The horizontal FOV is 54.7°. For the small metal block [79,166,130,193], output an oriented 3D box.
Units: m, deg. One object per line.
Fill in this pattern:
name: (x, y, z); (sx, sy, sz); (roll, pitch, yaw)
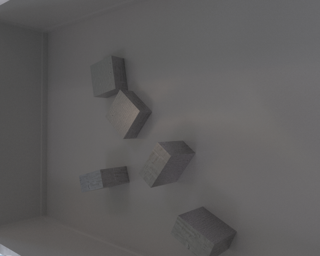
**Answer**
small metal block: (-0.082, 0.076, 0.459); (0.050, 0.050, 0.025); (-20, 77, 38)

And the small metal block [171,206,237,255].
small metal block: (0.050, 0.118, 0.350); (0.050, 0.050, 0.025); (31, 110, 35)

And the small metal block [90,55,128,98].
small metal block: (-0.078, -0.076, 0.472); (0.050, 0.025, 0.050); (-13, 82, 39)

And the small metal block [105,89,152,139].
small metal block: (-0.046, -0.020, 0.445); (0.050, 0.025, 0.050); (47, 118, 29)

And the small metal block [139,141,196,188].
small metal block: (0.009, 0.044, 0.383); (0.025, 0.050, 0.050); (45, 117, 30)
